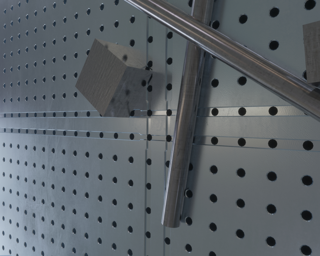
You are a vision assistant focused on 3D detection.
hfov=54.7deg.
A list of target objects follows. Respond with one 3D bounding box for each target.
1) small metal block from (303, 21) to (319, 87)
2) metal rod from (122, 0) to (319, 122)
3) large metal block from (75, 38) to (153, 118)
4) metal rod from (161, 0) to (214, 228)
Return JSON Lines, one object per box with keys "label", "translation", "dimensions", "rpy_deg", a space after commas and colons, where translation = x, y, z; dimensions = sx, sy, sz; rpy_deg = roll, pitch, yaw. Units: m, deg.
{"label": "small metal block", "translation": [0.148, -0.063, 0.271], "dimensions": [0.025, 0.050, 0.050], "rpy_deg": [-5, 87, 40]}
{"label": "metal rod", "translation": [0.052, -0.097, 0.338], "dimensions": [0.300, 0.025, 0.025], "rpy_deg": [39, 114, 23]}
{"label": "large metal block", "translation": [-0.069, -0.071, 0.450], "dimensions": [0.080, 0.050, 0.080], "rpy_deg": [44, 116, 31]}
{"label": "metal rod", "translation": [0.034, -0.024, 0.381], "dimensions": [0.025, 0.025, 0.298], "rpy_deg": [13, 98, 39]}
